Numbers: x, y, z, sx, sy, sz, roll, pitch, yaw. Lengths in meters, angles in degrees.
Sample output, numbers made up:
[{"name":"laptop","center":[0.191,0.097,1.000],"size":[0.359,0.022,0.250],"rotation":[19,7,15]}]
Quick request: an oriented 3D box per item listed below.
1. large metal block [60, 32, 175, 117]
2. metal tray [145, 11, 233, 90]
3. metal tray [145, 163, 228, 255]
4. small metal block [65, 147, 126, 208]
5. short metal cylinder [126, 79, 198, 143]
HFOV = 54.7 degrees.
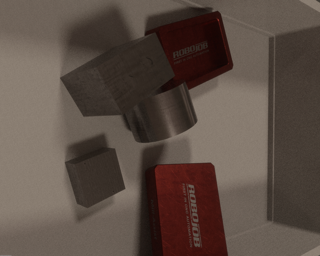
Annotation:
[{"name":"large metal block","center":[-0.046,-0.055,0.334],"size":[0.080,0.080,0.050],"rotation":[-41,115,-33]},{"name":"metal tray","center":[0.047,-0.109,0.444],"size":[0.131,0.030,0.089],"rotation":[-29,108,-37]},{"name":"metal tray","center":[0.033,0.112,0.397],"size":[0.091,0.030,0.129],"rotation":[1,73,-25]},{"name":"small metal block","center":[-0.072,0.054,0.348],"size":[0.050,0.025,0.050],"rotation":[-21,104,-38]},{"name":"short metal cylinder","center":[-0.001,-0.022,0.372],"size":[0.081,0.080,0.050],"rotation":[-30,109,-36]}]
